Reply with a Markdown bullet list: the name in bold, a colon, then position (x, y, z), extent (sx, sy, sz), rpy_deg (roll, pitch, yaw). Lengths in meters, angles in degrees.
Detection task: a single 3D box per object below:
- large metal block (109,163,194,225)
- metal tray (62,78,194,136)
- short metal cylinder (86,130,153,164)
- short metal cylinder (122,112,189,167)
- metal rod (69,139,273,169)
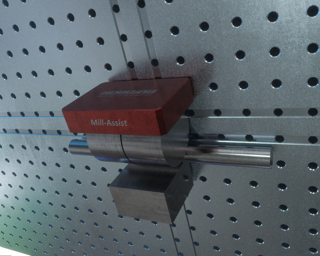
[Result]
- **large metal block**: position (-0.009, 0.079, 0.423), extent (0.080, 0.080, 0.050), rpy_deg (1, 119, 28)
- **metal tray**: position (-0.037, -0.027, 0.367), extent (0.130, 0.090, 0.030), rpy_deg (1, 119, 27)
- **short metal cylinder**: position (-0.049, 0.005, 0.401), extent (0.050, 0.080, 0.080), rpy_deg (1, 119, 28)
- **short metal cylinder**: position (-0.003, 0.006, 0.377), extent (0.050, 0.080, 0.079), rpy_deg (2, 119, 27)
- **metal rod**: position (-0.004, 0.033, 0.428), extent (0.300, 0.025, 0.025), rpy_deg (1, 119, 27)
